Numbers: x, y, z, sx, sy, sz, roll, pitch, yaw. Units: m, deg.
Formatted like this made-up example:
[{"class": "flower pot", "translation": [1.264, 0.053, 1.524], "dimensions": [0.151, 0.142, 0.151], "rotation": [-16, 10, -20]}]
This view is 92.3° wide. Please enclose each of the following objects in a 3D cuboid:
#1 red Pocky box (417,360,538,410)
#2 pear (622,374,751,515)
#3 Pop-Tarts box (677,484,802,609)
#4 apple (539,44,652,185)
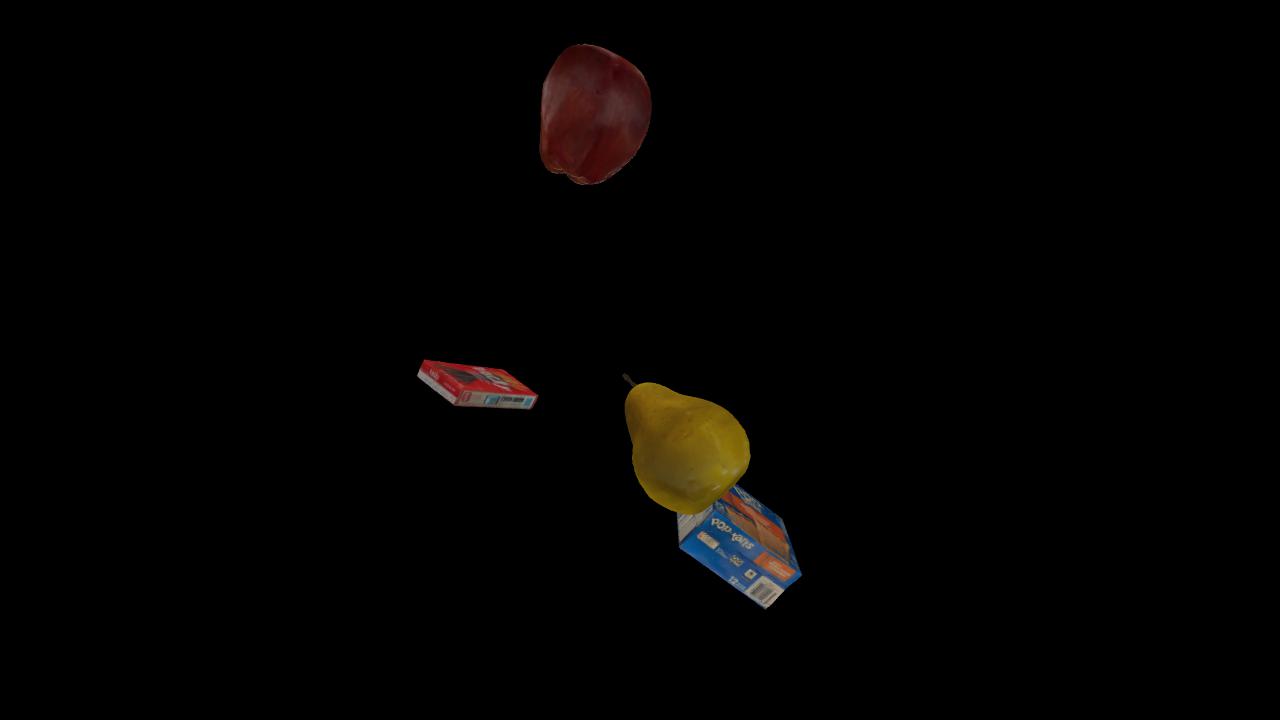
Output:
[{"class": "red Pocky box", "translation": [-0.216, 0.035, 0.836], "dimensions": [0.083, 0.028, 0.155], "rotation": [30, 9, 28]}, {"class": "pear", "translation": [0.019, 0.045, 0.411], "dimensions": [0.111, 0.080, 0.080], "rotation": [46, 17, 17]}, {"class": "Pop-Tarts box", "translation": [0.143, 0.258, 0.921], "dimensions": [0.167, 0.083, 0.141], "rotation": [39, 15, -11]}, {"class": "apple", "translation": [-0.033, -0.174, 0.439], "dimensions": [0.079, 0.093, 0.079], "rotation": [21, 4, -1]}]
